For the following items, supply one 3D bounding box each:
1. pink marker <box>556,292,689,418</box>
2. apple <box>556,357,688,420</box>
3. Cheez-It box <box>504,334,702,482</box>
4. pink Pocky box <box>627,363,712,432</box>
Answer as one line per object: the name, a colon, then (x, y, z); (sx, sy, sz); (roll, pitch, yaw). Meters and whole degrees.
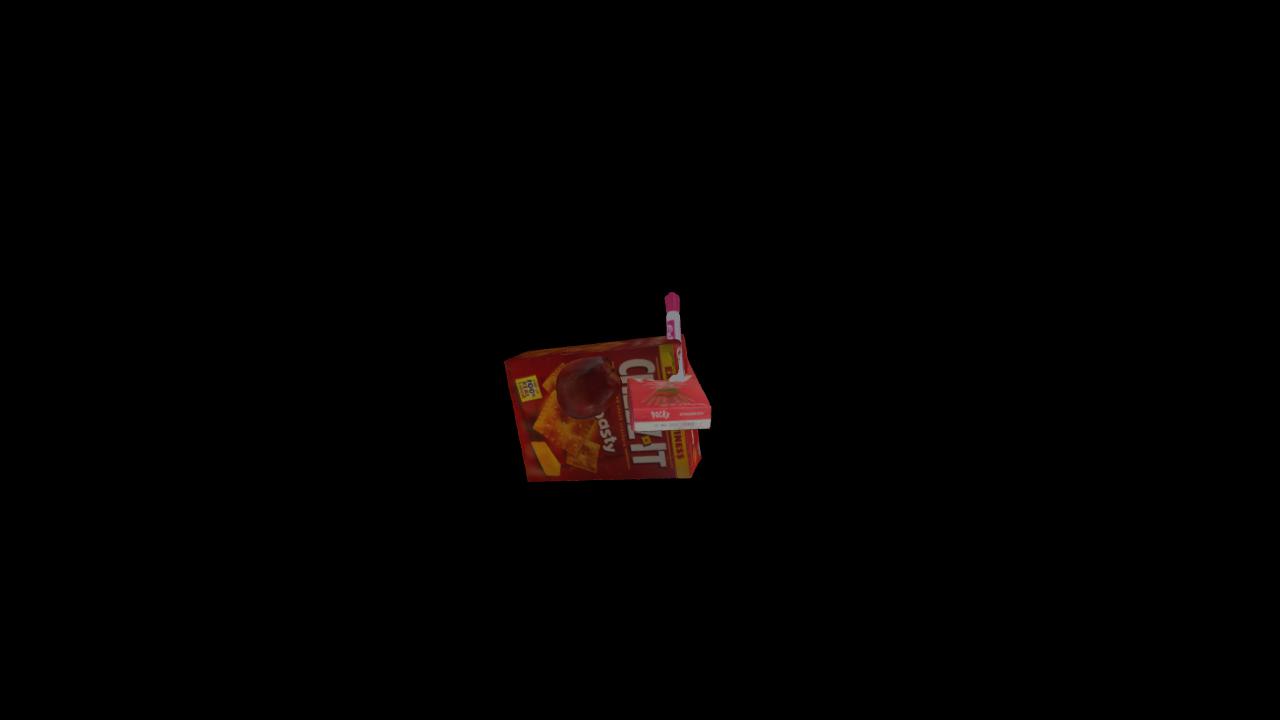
pink marker: (0.041, -0.027, 0.730); (0.020, 0.121, 0.020); (-1, -26, 0)
apple: (-0.060, 0.032, 0.741); (0.093, 0.079, 0.079); (-27, -16, 33)
Cheez-It box: (-0.045, 0.064, 0.768); (0.223, 0.166, 0.071); (-5, 12, 17)
pink Pocky box: (0.027, 0.037, 0.706); (0.084, 0.029, 0.155); (-1, 18, -4)
